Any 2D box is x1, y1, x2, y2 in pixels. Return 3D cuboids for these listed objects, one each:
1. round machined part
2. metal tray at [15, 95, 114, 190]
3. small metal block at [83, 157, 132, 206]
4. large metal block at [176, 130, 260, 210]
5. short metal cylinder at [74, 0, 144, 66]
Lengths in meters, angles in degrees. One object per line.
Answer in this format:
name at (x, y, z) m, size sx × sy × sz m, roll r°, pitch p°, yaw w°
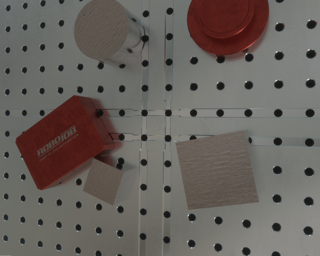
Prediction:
round machined part at (0.080, -0.137, 0.375) m, size 0.098 × 0.042 × 0.097 m, roll 0°, pitch 90°, yaw 19°
metal tray at (-0.143, 0.023, 0.459) m, size 0.130 × 0.030 × 0.090 m, roll -33°, pitch 80°, yaw 16°
small metal block at (-0.074, 0.074, 0.438) m, size 0.050 × 0.025 × 0.050 m, roll 21°, pitch 97°, yaw 18°
large metal block at (0.071, 0.049, 0.374) m, size 0.080 × 0.050 × 0.080 m, roll -12°, pitch 86°, yaw 19°
short metal cylinder at (-0.068, -0.128, 0.422) m, size 0.080 × 0.050 × 0.079 m, roll 0°, pitch 90°, yaw 19°
